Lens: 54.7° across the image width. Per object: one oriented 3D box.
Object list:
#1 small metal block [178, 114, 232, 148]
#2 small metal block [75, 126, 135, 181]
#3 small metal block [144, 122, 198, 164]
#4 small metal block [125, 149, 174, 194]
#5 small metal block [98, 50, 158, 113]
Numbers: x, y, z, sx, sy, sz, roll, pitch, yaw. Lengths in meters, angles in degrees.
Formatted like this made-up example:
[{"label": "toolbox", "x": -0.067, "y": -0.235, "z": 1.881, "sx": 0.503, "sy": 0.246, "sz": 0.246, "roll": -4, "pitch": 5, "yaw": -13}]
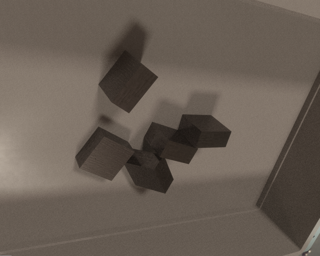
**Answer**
[{"label": "small metal block", "x": 0.061, "y": 0.004, "z": 0.430, "sx": 0.050, "sy": 0.050, "sz": 0.025, "roll": 0, "pitch": 118, "yaw": -29}, {"label": "small metal block", "x": -0.070, "y": 0.033, "z": 0.393, "sx": 0.050, "sy": 0.025, "sz": 0.050, "roll": 32, "pitch": 100, "yaw": -39}, {"label": "small metal block", "x": 0.014, "y": 0.020, "z": 0.414, "sx": 0.050, "sy": 0.050, "sz": 0.025, "roll": 18, "pitch": 109, "yaw": -35}, {"label": "small metal block", "x": -0.015, "y": 0.058, "z": 0.418, "sx": 0.025, "sy": 0.050, "sz": 0.050, "roll": -55, "pitch": 139, "yaw": -36}, {"label": "small metal block", "x": -0.036, "y": -0.052, "z": 0.342, "sx": 0.025, "sy": 0.050, "sz": 0.050, "roll": 34, "pitch": 99, "yaw": -39}]
